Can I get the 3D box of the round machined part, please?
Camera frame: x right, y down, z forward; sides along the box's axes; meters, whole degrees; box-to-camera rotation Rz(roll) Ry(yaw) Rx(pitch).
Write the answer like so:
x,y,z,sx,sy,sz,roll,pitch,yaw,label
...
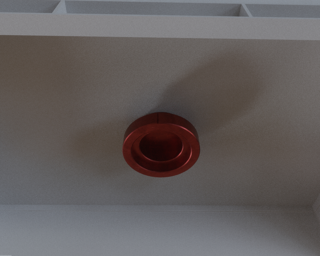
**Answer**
x,y,z,sx,sy,sz,roll,pitch,yaw,label
0.002,0.017,0.408,0.099,0.042,0.097,-1,130,0,round machined part
